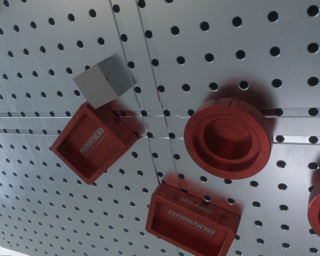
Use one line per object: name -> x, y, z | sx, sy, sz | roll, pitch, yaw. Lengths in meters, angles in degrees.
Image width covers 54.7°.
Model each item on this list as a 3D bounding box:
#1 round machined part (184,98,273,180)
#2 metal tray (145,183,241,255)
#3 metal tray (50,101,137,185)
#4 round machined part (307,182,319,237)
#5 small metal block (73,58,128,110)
round machined part -> 0.081, 0.009, 0.363 | 0.098, 0.042, 0.097 | 13, 124, 21
metal tray -> 0.046, 0.148, 0.475 | 0.130, 0.030, 0.089 | 21, 127, 15
metal tray -> -0.105, 0.024, 0.478 | 0.090, 0.030, 0.129 | 45, 129, -3
round machined part -> 0.217, 0.088, 0.340 | 0.098, 0.042, 0.097 | 13, 124, 21
small metal block -> -0.081, -0.059, 0.418 | 0.050, 0.025, 0.050 | -21, 107, 35
